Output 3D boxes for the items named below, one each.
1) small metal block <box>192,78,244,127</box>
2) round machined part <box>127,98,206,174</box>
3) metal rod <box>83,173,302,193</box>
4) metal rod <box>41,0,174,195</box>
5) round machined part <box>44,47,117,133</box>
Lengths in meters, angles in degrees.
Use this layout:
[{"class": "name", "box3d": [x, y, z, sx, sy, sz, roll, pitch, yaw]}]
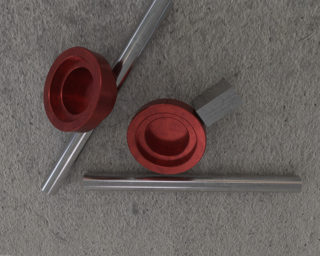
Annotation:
[{"class": "small metal block", "box3d": [0.070, -0.033, 0.385, 0.050, 0.050, 0.025, -35, 107, 11]}, {"class": "round machined part", "box3d": [0.010, 0.007, 0.398, 0.098, 0.042, 0.097, 3, 116, 7]}, {"class": "metal rod", "box3d": [0.045, 0.078, 0.438, 0.302, 0.025, 0.025, 1, 110, -1]}, {"class": "metal rod", "box3d": [-0.075, -0.031, 0.397, 0.025, 0.025, 0.299, 31, 107, -11]}, {"class": "round machined part", "box3d": [-0.090, -0.042, 0.366, 0.098, 0.042, 0.097, -4, 82, 34]}]
